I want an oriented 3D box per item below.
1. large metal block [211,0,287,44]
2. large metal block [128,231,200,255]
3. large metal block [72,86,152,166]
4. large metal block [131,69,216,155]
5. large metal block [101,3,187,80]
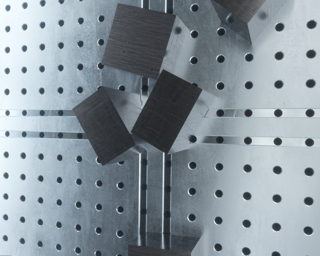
[{"bbox_3d":[0.107,-0.151,0.345,0.050,0.080,0.080,42,103,15],"label":"large metal block"},{"bbox_3d":[0.007,0.185,0.396,0.080,0.050,0.079,0,90,19],"label":"large metal block"},{"bbox_3d":[-0.054,-0.002,0.401,0.050,0.080,0.080,-33,80,17],"label":"large metal block"},{"bbox_3d":[0.019,-0.018,0.376,0.050,0.080,0.080,31,100,17],"label":"large metal block"},{"bbox_3d":[-0.020,-0.108,0.405,0.080,0.050,0.080,19,96,18],"label":"large metal block"}]
